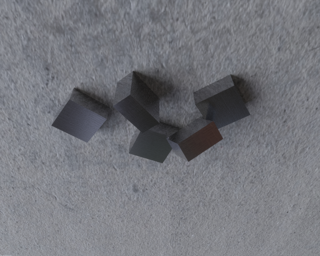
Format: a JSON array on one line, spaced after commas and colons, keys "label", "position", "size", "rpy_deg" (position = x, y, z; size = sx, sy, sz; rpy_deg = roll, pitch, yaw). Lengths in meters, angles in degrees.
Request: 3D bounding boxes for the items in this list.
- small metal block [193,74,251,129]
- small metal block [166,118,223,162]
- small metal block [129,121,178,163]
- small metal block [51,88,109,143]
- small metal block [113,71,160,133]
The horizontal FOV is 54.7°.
[{"label": "small metal block", "position": [0.076, -0.030, 0.383], "size": [0.050, 0.025, 0.050], "rpy_deg": [-25, 126, 19]}, {"label": "small metal block", "position": [0.041, 0.013, 0.383], "size": [0.050, 0.050, 0.025], "rpy_deg": [-32, 102, -10]}, {"label": "small metal block", "position": [-0.009, 0.017, 0.421], "size": [0.050, 0.025, 0.050], "rpy_deg": [18, 128, -16]}, {"label": "small metal block", "position": [-0.101, -0.015, 0.393], "size": [0.050, 0.025, 0.050], "rpy_deg": [29, 124, -23]}, {"label": "small metal block", "position": [-0.026, -0.031, 0.364], "size": [0.025, 0.050, 0.050], "rpy_deg": [-31, 124, 23]}]
